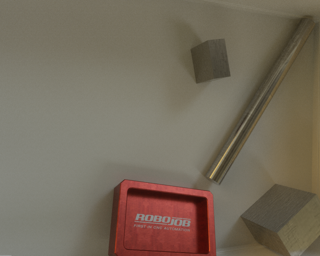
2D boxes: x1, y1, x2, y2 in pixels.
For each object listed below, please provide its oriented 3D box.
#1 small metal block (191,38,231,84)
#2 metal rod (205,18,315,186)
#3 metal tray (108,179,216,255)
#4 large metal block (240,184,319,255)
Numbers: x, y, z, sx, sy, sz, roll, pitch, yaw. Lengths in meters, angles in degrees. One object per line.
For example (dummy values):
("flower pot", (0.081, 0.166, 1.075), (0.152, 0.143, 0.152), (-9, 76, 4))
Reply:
("small metal block", (0.068, -0.090, 0.424), (0.025, 0.050, 0.050), (-11, 94, -20))
("metal rod", (0.156, -0.047, 0.469), (0.025, 0.025, 0.300), (38, 78, -17))
("metal tray", (0.006, 0.120, 0.392), (0.131, 0.030, 0.090), (12, 62, -20))
("large metal block", (0.181, 0.132, 0.450), (0.080, 0.080, 0.050), (-36, 102, -17))
